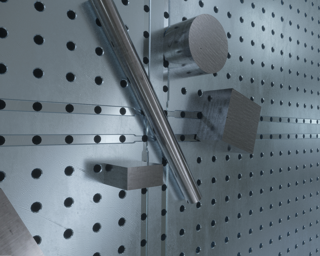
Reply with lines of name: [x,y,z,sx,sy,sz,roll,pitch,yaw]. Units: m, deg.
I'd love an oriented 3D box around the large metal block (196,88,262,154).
large metal block: [0.110,-0.009,0.488,0.080,0.050,0.080,22,76,-38]

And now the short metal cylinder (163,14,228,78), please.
short metal cylinder: [0.051,-0.114,0.438,0.081,0.050,0.079,0,90,-40]

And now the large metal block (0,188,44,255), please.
large metal block: [-0.144,0.091,0.254,0.050,0.080,0.080,-36,112,-35]

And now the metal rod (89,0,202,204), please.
metal rod: [-0.010,-0.024,0.402,0.025,0.025,0.299,-39,114,-33]

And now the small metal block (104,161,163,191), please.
small metal block: [-0.032,0.055,0.368,0.050,0.050,0.025,0,90,-40]
